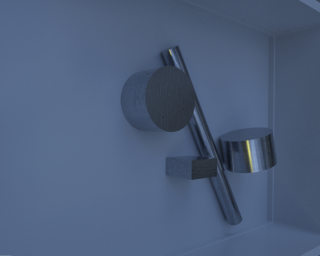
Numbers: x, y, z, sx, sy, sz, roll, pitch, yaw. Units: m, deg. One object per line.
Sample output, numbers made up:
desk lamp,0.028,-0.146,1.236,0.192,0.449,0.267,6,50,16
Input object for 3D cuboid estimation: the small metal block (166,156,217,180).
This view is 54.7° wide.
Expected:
small metal block,0.043,0.054,0.429,0.050,0.050,0.025,1,90,-40

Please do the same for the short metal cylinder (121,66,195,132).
short metal cylinder,-0.002,-0.035,0.391,0.081,0.050,0.079,0,90,-40

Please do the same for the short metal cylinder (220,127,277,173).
short metal cylinder,0.140,0.033,0.491,0.081,0.080,0.050,-20,103,-39

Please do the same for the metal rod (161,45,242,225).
metal rod,0.069,0.023,0.466,0.025,0.025,0.299,-36,113,-34
